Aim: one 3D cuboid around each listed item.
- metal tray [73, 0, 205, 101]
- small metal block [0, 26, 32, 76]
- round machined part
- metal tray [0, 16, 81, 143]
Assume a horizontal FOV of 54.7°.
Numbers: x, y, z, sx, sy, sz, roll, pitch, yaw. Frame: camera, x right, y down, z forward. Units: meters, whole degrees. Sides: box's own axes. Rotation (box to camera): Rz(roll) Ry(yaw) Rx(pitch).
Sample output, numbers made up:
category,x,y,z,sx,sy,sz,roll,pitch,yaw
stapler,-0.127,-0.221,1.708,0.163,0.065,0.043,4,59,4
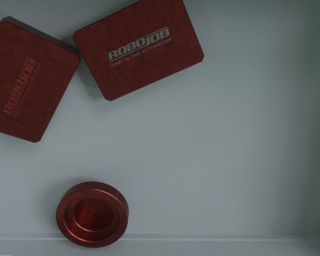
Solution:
category,x,y,z,sx,sy,sz,roll,pitch,yaw
metal tray,-0.024,-0.099,0.372,0.130,0.030,0.090,-23,109,7
small metal block,-0.185,-0.094,0.374,0.050,0.025,0.050,16,109,-7
round machined part,-0.094,0.119,0.445,0.099,0.042,0.097,0,110,-1
metal tray,-0.165,-0.053,0.372,0.091,0.030,0.129,23,109,-28
